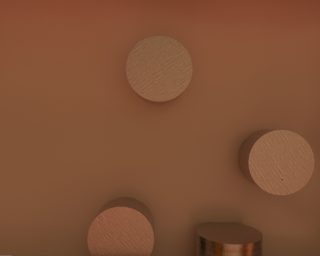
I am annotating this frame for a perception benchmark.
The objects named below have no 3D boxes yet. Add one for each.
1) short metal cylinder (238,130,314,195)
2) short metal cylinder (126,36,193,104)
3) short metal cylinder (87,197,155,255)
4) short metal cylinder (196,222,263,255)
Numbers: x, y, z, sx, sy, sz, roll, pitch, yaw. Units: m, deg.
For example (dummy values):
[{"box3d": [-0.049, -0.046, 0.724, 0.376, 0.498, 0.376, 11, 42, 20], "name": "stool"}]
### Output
[{"box3d": [0.148, 0.042, 0.401, 0.081, 0.050, 0.079, 0, 90, -1], "name": "short metal cylinder"}, {"box3d": [-0.001, -0.072, 0.399, 0.081, 0.050, 0.079, 0, 90, -1], "name": "short metal cylinder"}, {"box3d": [-0.047, 0.135, 0.398, 0.081, 0.050, 0.079, 0, 90, -1], "name": "short metal cylinder"}, {"box3d": [0.086, 0.155, 0.385, 0.081, 0.080, 0.050, 1, 90, -1], "name": "short metal cylinder"}]
